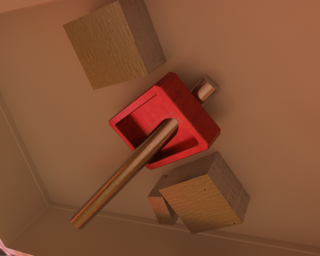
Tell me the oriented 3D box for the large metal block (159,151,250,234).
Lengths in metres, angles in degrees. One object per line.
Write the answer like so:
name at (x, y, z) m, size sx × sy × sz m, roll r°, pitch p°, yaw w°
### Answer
large metal block at (0.060, 0.088, 0.414) m, size 0.080 × 0.050 × 0.080 m, roll -27°, pitch 104°, yaw 37°

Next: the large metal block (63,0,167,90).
large metal block at (-0.050, -0.097, 0.357) m, size 0.080 × 0.050 × 0.080 m, roll -9°, pitch 114°, yaw 32°

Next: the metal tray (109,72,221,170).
metal tray at (0.000, -0.002, 0.382) m, size 0.090 × 0.030 × 0.130 m, roll 50°, pitch 143°, yaw -8°

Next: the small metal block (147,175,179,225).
small metal block at (0.012, 0.103, 0.449) m, size 0.025 × 0.050 × 0.050 m, roll -8°, pitch 115°, yaw 31°

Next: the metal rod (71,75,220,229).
metal rod at (-0.034, 0.047, 0.412) m, size 0.025 × 0.025 × 0.299 m, roll 43°, pitch 116°, yaw -2°
